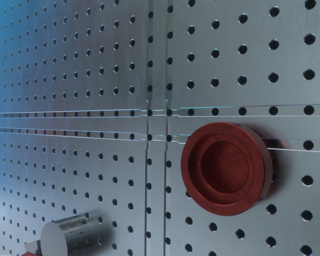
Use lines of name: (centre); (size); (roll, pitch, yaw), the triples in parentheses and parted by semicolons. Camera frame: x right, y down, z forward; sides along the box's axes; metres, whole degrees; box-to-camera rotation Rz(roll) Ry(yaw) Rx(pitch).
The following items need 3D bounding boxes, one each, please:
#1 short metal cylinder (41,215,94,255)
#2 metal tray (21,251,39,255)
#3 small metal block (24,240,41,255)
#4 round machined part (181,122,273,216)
short metal cylinder: (-0.158, 0.194, 0.524); (0.080, 0.050, 0.080); (0, 90, 40)
metal tray: (-0.219, 0.301, 0.565); (0.090, 0.030, 0.129); (1, 103, 35)
small metal block: (-0.237, 0.246, 0.606); (0.050, 0.025, 0.050); (-26, 74, 37)
round machined part: (0.074, 0.042, 0.337); (0.098, 0.042, 0.097); (0, 90, 40)
